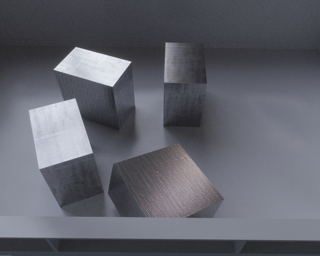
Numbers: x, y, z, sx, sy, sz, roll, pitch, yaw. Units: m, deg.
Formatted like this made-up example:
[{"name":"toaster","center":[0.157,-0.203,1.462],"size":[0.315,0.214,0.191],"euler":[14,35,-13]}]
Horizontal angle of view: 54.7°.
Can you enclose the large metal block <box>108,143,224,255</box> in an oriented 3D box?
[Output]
[{"name":"large metal block","center":[0.003,0.070,0.318],"size":[0.081,0.050,0.080],"euler":[-15,50,-31]}]

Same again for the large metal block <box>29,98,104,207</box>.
[{"name":"large metal block","center":[-0.103,0.028,0.345],"size":[0.050,0.080,0.080],"euler":[-17,52,-14]}]

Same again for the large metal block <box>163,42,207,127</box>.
[{"name":"large metal block","center":[0.031,-0.058,0.418],"size":[0.050,0.080,0.080],"euler":[2,50,1]}]

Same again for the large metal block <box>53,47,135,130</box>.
[{"name":"large metal block","center":[-0.082,-0.051,0.411],"size":[0.080,0.080,0.050],"euler":[17,52,14]}]
